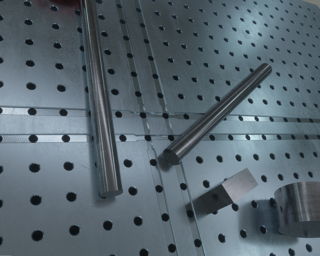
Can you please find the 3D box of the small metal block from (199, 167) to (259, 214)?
[{"bbox_3d":[0.086,0.079,0.390,0.050,0.050,0.025,-22,74,-36],"label":"small metal block"}]

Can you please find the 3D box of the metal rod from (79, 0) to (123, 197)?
[{"bbox_3d":[-0.081,-0.060,0.400,0.025,0.025,0.299,2,61,-27],"label":"metal rod"}]

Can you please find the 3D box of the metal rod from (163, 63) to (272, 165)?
[{"bbox_3d":[0.106,-0.037,0.486,0.025,0.025,0.302,48,51,5],"label":"metal rod"}]

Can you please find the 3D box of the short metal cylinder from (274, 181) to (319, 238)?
[{"bbox_3d":[0.197,0.110,0.411,0.081,0.080,0.050,18,55,-18],"label":"short metal cylinder"}]
